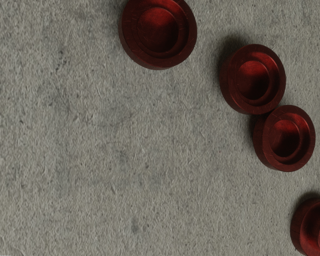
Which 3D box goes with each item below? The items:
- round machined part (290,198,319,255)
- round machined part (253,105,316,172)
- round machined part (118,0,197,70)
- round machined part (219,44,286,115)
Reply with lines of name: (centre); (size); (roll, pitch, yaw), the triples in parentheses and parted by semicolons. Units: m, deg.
round machined part: (0.263, 0.165, 0.497); (0.099, 0.042, 0.097); (0, 90, -20)
round machined part: (0.180, 0.015, 0.466); (0.099, 0.042, 0.097); (0, 90, -20)
round machined part: (-0.005, -0.123, 0.398); (0.099, 0.042, 0.097); (0, 90, -20)
round machined part: (0.128, -0.068, 0.447); (0.099, 0.042, 0.097); (0, 90, -20)
